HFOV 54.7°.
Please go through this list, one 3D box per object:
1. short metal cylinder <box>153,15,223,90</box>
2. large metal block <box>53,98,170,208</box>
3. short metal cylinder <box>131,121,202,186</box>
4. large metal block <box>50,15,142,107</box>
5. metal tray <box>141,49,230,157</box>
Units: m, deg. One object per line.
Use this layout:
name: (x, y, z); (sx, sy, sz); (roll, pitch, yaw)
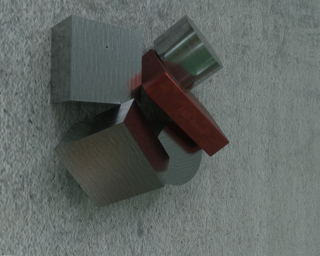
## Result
short metal cylinder: (0.037, -0.095, 0.394); (0.080, 0.050, 0.080); (46, 22, -24)
large metal block: (-0.046, 0.027, 0.323); (0.080, 0.080, 0.050); (60, 21, -23)
short metal cylinder: (0.008, 0.030, 0.398); (0.081, 0.050, 0.080); (0, 90, -40)
large metal block: (-0.067, -0.065, 0.331); (0.081, 0.050, 0.080); (1, 90, -40)
metal tray: (0.027, -0.031, 0.388); (0.030, 0.090, 0.130); (-40, 122, 12)
